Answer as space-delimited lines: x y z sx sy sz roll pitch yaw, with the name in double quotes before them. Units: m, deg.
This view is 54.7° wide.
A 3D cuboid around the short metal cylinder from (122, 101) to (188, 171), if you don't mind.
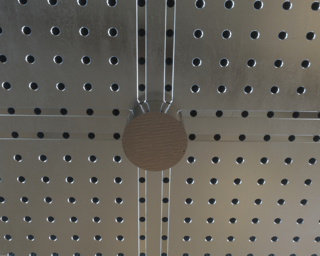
"short metal cylinder" -0.006 0.009 0.403 0.081 0.050 0.079 0 110 -1
